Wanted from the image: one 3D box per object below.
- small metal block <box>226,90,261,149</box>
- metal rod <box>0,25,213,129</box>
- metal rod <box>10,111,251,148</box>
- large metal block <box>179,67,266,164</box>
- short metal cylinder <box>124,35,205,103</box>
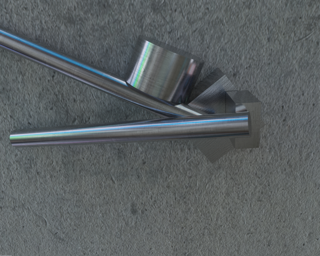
[{"bbox_3d":[0.090,-0.011,0.339,0.025,0.050,0.050,-4,110,2],"label":"small metal block"},{"bbox_3d":[-0.076,-0.059,0.358,0.301,0.025,0.025,23,109,3],"label":"metal rod"},{"bbox_3d":[-0.052,0.005,0.355,0.301,0.025,0.025,-4,112,23],"label":"metal rod"},{"bbox_3d":[0.070,-0.016,0.391,0.080,0.050,0.080,-39,105,14],"label":"large metal block"},{"bbox_3d":[0.005,-0.068,0.358,0.080,0.080,0.050,20,109,-8],"label":"short metal cylinder"}]
